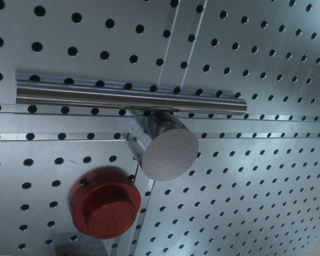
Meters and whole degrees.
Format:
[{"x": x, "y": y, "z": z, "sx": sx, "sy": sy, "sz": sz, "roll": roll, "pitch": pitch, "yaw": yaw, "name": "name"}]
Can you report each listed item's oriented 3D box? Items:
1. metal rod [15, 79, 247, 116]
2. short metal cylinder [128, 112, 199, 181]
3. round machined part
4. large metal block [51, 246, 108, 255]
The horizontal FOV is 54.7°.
[{"x": -0.012, "y": -0.033, "z": 0.383, "sx": 0.303, "sy": 0.025, "sz": 0.025, "roll": 1, "pitch": 118, "yaw": -29, "name": "metal rod"}, {"x": 0.004, "y": 0.024, "z": 0.412, "sx": 0.081, "sy": 0.050, "sz": 0.079, "roll": -14, "pitch": 124, "yaw": -21, "name": "short metal cylinder"}, {"x": -0.072, "y": 0.116, "z": 0.433, "sx": 0.099, "sy": 0.042, "sz": 0.097, "roll": -14, "pitch": 124, "yaw": -21, "name": "round machined part"}, {"x": -0.127, "y": 0.228, "z": 0.467, "sx": 0.081, "sy": 0.050, "sz": 0.080, "roll": 14, "pitch": 111, "yaw": -34, "name": "large metal block"}]
